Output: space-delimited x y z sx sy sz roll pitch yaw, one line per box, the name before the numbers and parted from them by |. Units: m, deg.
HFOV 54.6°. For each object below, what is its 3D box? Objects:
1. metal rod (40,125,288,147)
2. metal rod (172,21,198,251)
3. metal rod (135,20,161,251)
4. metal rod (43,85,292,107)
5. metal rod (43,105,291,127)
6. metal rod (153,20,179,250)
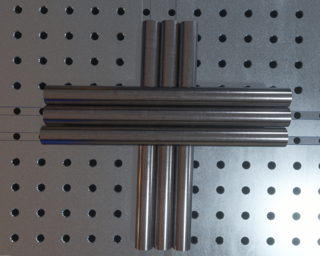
metal rod | 0.005 0.010 0.388 0.302 0.025 0.025 1 90 0
metal rod | 0.034 0.010 0.414 0.025 0.025 0.298 2 90 0
metal rod | -0.016 0.009 0.413 0.025 0.025 0.298 2 90 0
metal rod | 0.010 -0.040 0.388 0.302 0.025 0.025 1 90 0
metal rod | 0.009 -0.015 0.388 0.302 0.025 0.025 1 90 0
metal rod | 0.008 0.009 0.413 0.025 0.025 0.298 2 90 0
